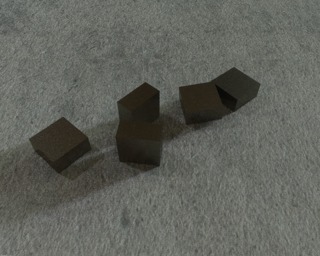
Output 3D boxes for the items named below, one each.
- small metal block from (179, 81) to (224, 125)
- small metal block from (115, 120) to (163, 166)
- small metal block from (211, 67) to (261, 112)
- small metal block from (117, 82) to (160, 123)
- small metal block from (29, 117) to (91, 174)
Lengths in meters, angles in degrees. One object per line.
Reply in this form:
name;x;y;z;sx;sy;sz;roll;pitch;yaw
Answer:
small metal block;0.056;-0.035;0.430;0.050;0.025;0.050;-10;52;-2
small metal block;-0.023;0.019;0.371;0.050;0.050;0.025;6;51;4
small metal block;0.108;-0.057;0.453;0.050;0.025;0.050;-33;58;-25
small metal block;-0.027;-0.024;0.407;0.025;0.050;0.050;35;58;25
small metal block;-0.123;0.020;0.385;0.050;0.025;0.050;35;58;25
